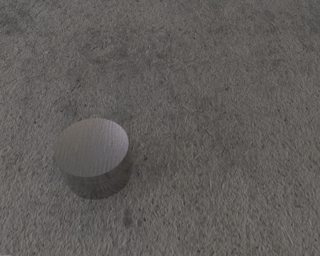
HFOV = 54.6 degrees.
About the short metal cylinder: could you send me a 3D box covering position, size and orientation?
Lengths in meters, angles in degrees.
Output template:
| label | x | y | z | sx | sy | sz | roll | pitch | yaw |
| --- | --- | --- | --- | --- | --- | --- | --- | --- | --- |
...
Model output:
| label | x | y | z | sx | sy | sz | roll | pitch | yaw |
| --- | --- | --- | --- | --- | --- | --- | --- | --- | --- |
| short metal cylinder | -0.075 | 0.035 | 0.358 | 0.080 | 0.050 | 0.080 | 0 | 50 | 0 |
